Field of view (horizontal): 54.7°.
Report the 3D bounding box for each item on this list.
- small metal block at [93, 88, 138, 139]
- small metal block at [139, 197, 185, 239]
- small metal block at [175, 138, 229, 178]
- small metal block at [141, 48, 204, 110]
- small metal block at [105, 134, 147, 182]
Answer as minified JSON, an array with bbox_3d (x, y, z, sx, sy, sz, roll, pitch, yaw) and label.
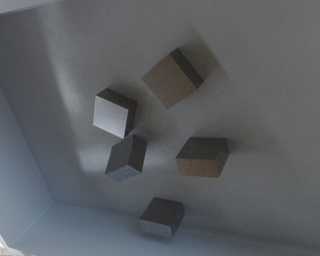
[{"bbox_3d":[-0.063,-0.020,0.429,0.050,0.025,0.050,24,127,13],"label":"small metal block"},{"bbox_3d":[0.004,0.136,0.475,0.050,0.050,0.025,5,121,26],"label":"small metal block"},{"bbox_3d":[0.054,0.035,0.386,0.050,0.050,0.025,0,118,28],"label":"small metal block"},{"bbox_3d":[0.015,-0.057,0.366,0.050,0.025,0.050,-34,100,38],"label":"small metal block"},{"bbox_3d":[-0.048,0.044,0.441,0.050,0.050,0.025,-26,130,37],"label":"small metal block"}]
